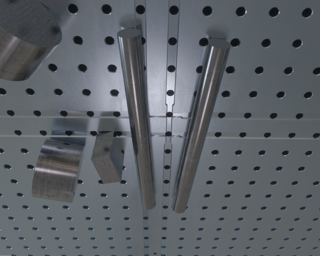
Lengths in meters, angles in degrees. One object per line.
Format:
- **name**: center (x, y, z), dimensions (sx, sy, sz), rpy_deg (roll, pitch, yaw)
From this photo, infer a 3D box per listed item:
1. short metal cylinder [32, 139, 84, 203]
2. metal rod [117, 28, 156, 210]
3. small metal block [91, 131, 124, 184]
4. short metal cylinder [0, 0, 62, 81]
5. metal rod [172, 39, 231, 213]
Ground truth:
- **short metal cylinder**: center (-0.137, 0.059, 0.424), dimensions (0.050, 0.080, 0.079), rpy_deg (12, 129, -10)
- **metal rod**: center (-0.026, 0.013, 0.422), dimensions (0.025, 0.025, 0.298), rpy_deg (-2, 130, 1)
- **small metal block**: center (-0.071, 0.041, 0.429), dimensions (0.025, 0.050, 0.050), rpy_deg (-9, 130, 8)
- **short metal cylinder**: center (-0.143, -0.092, 0.296), dimensions (0.080, 0.080, 0.050), rpy_deg (36, 121, -27)
- **metal rod**: center (0.048, 0.022, 0.430), dimensions (0.025, 0.025, 0.298), rpy_deg (5, 130, -4)
